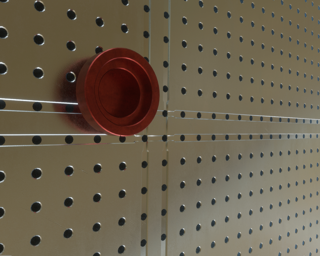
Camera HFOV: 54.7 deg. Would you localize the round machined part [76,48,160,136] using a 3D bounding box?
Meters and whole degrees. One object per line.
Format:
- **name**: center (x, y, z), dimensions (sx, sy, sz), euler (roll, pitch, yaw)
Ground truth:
- **round machined part**: center (-0.051, -0.039, 0.357), dimensions (0.099, 0.042, 0.097), euler (0, 90, -40)
